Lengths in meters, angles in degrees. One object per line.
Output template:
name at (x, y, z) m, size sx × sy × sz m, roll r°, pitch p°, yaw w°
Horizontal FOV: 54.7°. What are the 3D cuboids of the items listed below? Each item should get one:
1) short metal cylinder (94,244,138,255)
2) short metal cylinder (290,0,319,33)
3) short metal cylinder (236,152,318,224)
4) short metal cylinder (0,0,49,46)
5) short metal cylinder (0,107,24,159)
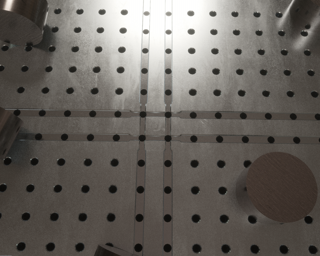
short metal cylinder at (-0.037, 0.160, 0.324) m, size 0.080 × 0.080 × 0.050 m, roll 19°, pitch 71°, yaw 6°
short metal cylinder at (0.248, -0.194, 0.473) m, size 0.081 × 0.050 × 0.080 m, roll 0°, pitch 70°, yaw 0°
short metal cylinder at (0.138, 0.074, 0.373) m, size 0.081 × 0.050 × 0.080 m, roll 0°, pitch 70°, yaw 0°
short metal cylinder at (-0.204, -0.161, 0.439) m, size 0.081 × 0.080 × 0.050 m, roll 3°, pitch 70°, yaw 1°
short metal cylinder at (-0.219, 0.000, 0.380) m, size 0.080 × 0.080 × 0.050 m, roll 17°, pitch 71°, yaw 6°
